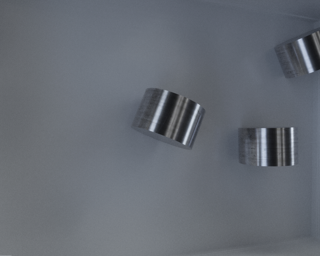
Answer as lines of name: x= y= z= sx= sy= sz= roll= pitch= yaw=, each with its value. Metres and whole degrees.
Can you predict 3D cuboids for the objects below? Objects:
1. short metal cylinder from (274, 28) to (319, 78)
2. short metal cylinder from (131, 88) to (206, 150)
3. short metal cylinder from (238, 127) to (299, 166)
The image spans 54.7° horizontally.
short metal cylinder: x=0.220 y=-0.114 z=0.464 sx=0.081 sy=0.080 sz=0.050 roll=-28 pitch=100 yaw=-18
short metal cylinder: x=0.010 y=-0.010 z=0.386 sx=0.080 sy=0.080 sz=0.050 roll=24 pitch=82 yaw=-19
short metal cylinder: x=0.153 y=0.024 z=0.440 sx=0.081 sy=0.080 sz=0.050 roll=-2 pitch=91 yaw=-20
